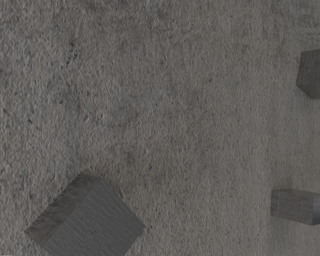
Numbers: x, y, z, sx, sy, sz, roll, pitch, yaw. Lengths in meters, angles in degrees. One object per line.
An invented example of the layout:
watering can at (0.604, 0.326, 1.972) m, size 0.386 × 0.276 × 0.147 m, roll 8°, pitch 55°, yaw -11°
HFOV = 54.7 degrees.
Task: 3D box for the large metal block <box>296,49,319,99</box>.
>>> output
large metal block at (0.347, -0.116, 0.679) m, size 0.080 × 0.050 × 0.080 m, roll 26°, pitch 74°, yaw -37°

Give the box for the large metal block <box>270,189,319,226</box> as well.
large metal block at (0.272, 0.149, 0.597) m, size 0.081 × 0.080 × 0.050 m, roll 8°, pitch 85°, yaw -40°

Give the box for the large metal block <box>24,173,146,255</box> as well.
large metal block at (-0.076, 0.106, 0.325) m, size 0.080 × 0.050 × 0.080 m, roll -50°, pitch 120°, yaw -28°
